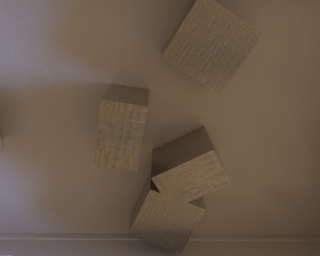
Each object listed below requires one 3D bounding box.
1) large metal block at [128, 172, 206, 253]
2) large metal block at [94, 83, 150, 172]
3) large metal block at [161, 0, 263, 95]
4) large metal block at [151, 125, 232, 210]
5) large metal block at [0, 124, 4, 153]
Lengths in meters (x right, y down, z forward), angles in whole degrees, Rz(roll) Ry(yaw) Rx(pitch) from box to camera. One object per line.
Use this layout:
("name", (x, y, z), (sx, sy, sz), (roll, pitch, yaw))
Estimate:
("large metal block", (0.009, 0.120, 0.442), (0.080, 0.050, 0.079), (22, 109, -8))
("large metal block", (-0.045, -0.004, 0.380), (0.050, 0.080, 0.079), (9, 110, -4))
("large metal block", (0.056, -0.098, 0.363), (0.080, 0.050, 0.080), (30, 107, -11))
("large metal block", (0.037, 0.048, 0.400), (0.080, 0.080, 0.050), (-26, 108, 9))
("large metal block", (-0.242, -0.008, 0.376), (0.081, 0.050, 0.079), (-11, 112, -24))
